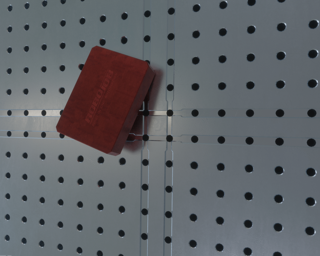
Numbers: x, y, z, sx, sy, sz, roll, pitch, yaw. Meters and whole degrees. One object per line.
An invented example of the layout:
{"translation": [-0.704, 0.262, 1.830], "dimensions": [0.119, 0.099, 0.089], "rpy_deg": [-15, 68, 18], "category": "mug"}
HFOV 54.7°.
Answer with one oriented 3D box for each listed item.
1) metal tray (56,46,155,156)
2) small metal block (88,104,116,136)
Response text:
{"translation": [-0.074, -0.038, 0.422], "dimensions": [0.090, 0.030, 0.130], "rpy_deg": [22, 85, 18], "category": "metal tray"}
{"translation": [-0.081, -0.013, 0.441], "dimensions": [0.050, 0.025, 0.050], "rpy_deg": [9, 93, 19], "category": "small metal block"}
